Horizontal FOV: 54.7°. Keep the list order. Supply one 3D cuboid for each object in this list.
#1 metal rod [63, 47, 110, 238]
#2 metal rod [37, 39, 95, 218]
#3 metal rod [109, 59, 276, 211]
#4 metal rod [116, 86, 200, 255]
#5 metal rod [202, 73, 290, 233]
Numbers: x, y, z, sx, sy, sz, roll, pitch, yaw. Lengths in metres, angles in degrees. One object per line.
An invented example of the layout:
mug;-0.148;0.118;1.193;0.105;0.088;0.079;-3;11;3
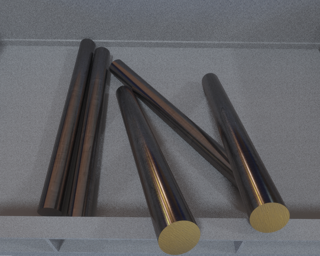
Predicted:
metal rod;-0.089;-0.007;0.409;0.025;0.025;0.300;-1;50;-1
metal rod;-0.119;-0.025;0.424;0.025;0.025;0.300;0;50;-1
metal rod;0.026;-0.007;0.411;0.025;0.025;0.300;-32;57;-24
metal rod;-0.020;0.007;0.314;0.025;0.025;0.300;-10;24;-9
metal rod;0.073;-0.007;0.333;0.025;0.025;0.300;1;25;1
